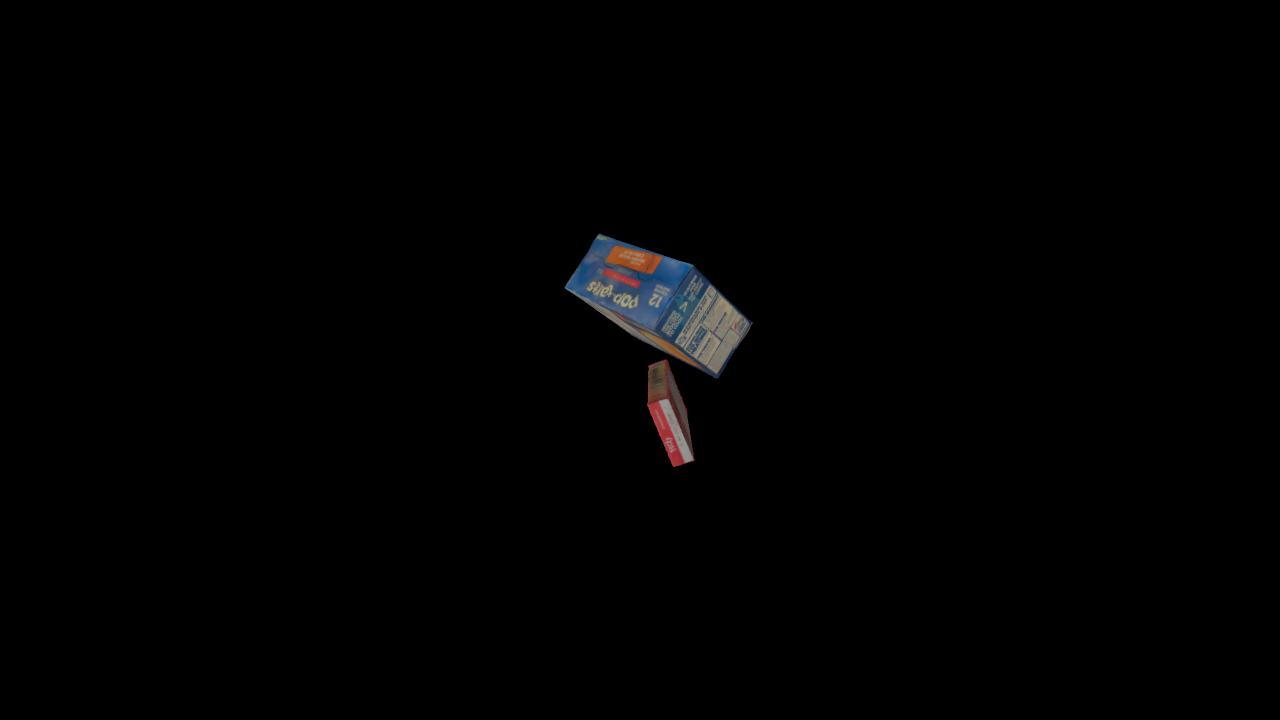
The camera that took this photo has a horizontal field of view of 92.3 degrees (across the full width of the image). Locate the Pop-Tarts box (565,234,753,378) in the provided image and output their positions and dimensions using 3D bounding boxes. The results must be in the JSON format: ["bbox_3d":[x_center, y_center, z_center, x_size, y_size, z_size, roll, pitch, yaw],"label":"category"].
[{"bbox_3d":[0.022,-0.065,0.729,0.167,0.083,0.141,27,-4,44],"label":"Pop-Tarts box"}]

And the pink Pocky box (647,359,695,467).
[{"bbox_3d":[0.036,0.060,0.754,0.029,0.084,0.155,-20,15,7],"label":"pink Pocky box"}]
